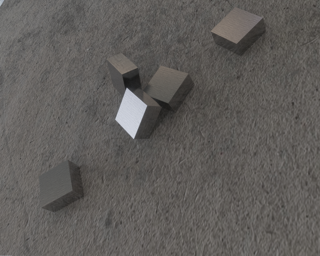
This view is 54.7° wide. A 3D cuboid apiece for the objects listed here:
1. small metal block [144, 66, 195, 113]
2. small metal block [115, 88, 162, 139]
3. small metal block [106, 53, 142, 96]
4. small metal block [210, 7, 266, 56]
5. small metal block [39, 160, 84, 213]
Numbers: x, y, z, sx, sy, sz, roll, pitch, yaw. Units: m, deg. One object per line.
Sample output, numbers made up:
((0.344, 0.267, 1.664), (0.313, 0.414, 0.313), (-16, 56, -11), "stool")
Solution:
((0.011, -0.055, 0.432), (0.050, 0.025, 0.050), (25, 75, 36), "small metal block")
((-0.030, -0.020, 0.417), (0.050, 0.025, 0.050), (43, 119, 39), "small metal block")
((-0.052, -0.075, 0.457), (0.025, 0.050, 0.050), (-28, 48, -19), "small metal block")
((0.108, -0.134, 0.429), (0.050, 0.025, 0.050), (-45, 51, -3), "small metal block")
((-0.136, 0.080, 0.426), (0.050, 0.025, 0.050), (-30, 52, 9), "small metal block")
